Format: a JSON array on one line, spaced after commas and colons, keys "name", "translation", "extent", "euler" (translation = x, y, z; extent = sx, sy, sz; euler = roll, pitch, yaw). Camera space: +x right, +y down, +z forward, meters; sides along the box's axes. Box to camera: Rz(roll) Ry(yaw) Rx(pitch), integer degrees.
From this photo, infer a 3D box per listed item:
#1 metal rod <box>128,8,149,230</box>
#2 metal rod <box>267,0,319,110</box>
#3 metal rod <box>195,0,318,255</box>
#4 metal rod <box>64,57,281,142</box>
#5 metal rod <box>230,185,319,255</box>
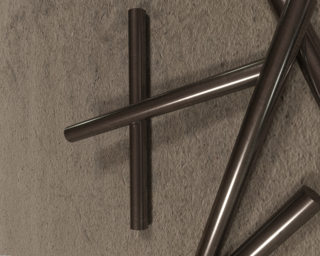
[{"name": "metal rod", "translation": [-0.030, -0.012, 0.427], "extent": [0.025, 0.025, 0.298], "euler": [-1, 89, 39]}, {"name": "metal rod", "translation": [0.144, -0.056, 0.285], "extent": [0.025, 0.025, 0.299], "euler": [-29, 72, 36]}, {"name": "metal rod", "translation": [0.086, 0.025, 0.314], "extent": [0.025, 0.025, 0.298], "euler": [29, 114, 36]}, {"name": "metal rod", "translation": [-0.007, -0.026, 0.383], "extent": [0.300, 0.025, 0.025], "euler": [-16, 80, 30]}, {"name": "metal rod", "translation": [0.066, 0.175, 0.348], "extent": [0.025, 0.025, 0.298], "euler": [49, 118, 28]}]
